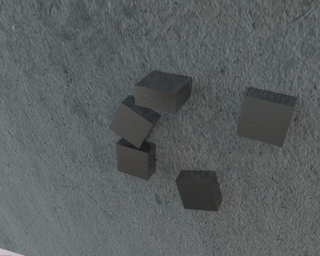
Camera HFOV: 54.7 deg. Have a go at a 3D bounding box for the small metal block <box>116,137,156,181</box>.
[{"bbox_3d":[-0.035,0.043,0.452,0.050,0.025,0.050,14,124,20],"label":"small metal block"}]

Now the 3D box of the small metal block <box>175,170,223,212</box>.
[{"bbox_3d":[0.055,0.087,0.432,0.050,0.025,0.050,-4,117,30],"label":"small metal block"}]

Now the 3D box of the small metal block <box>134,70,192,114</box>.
[{"bbox_3d":[0.005,-0.043,0.361,0.050,0.050,0.025,14,124,20],"label":"small metal block"}]

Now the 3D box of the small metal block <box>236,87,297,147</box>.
[{"bbox_3d":[0.116,-0.012,0.338,0.050,0.025,0.050,16,125,19],"label":"small metal block"}]

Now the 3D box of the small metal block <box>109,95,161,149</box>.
[{"bbox_3d":[-0.034,-0.008,0.420,0.050,0.025,0.050,34,129,5],"label":"small metal block"}]
